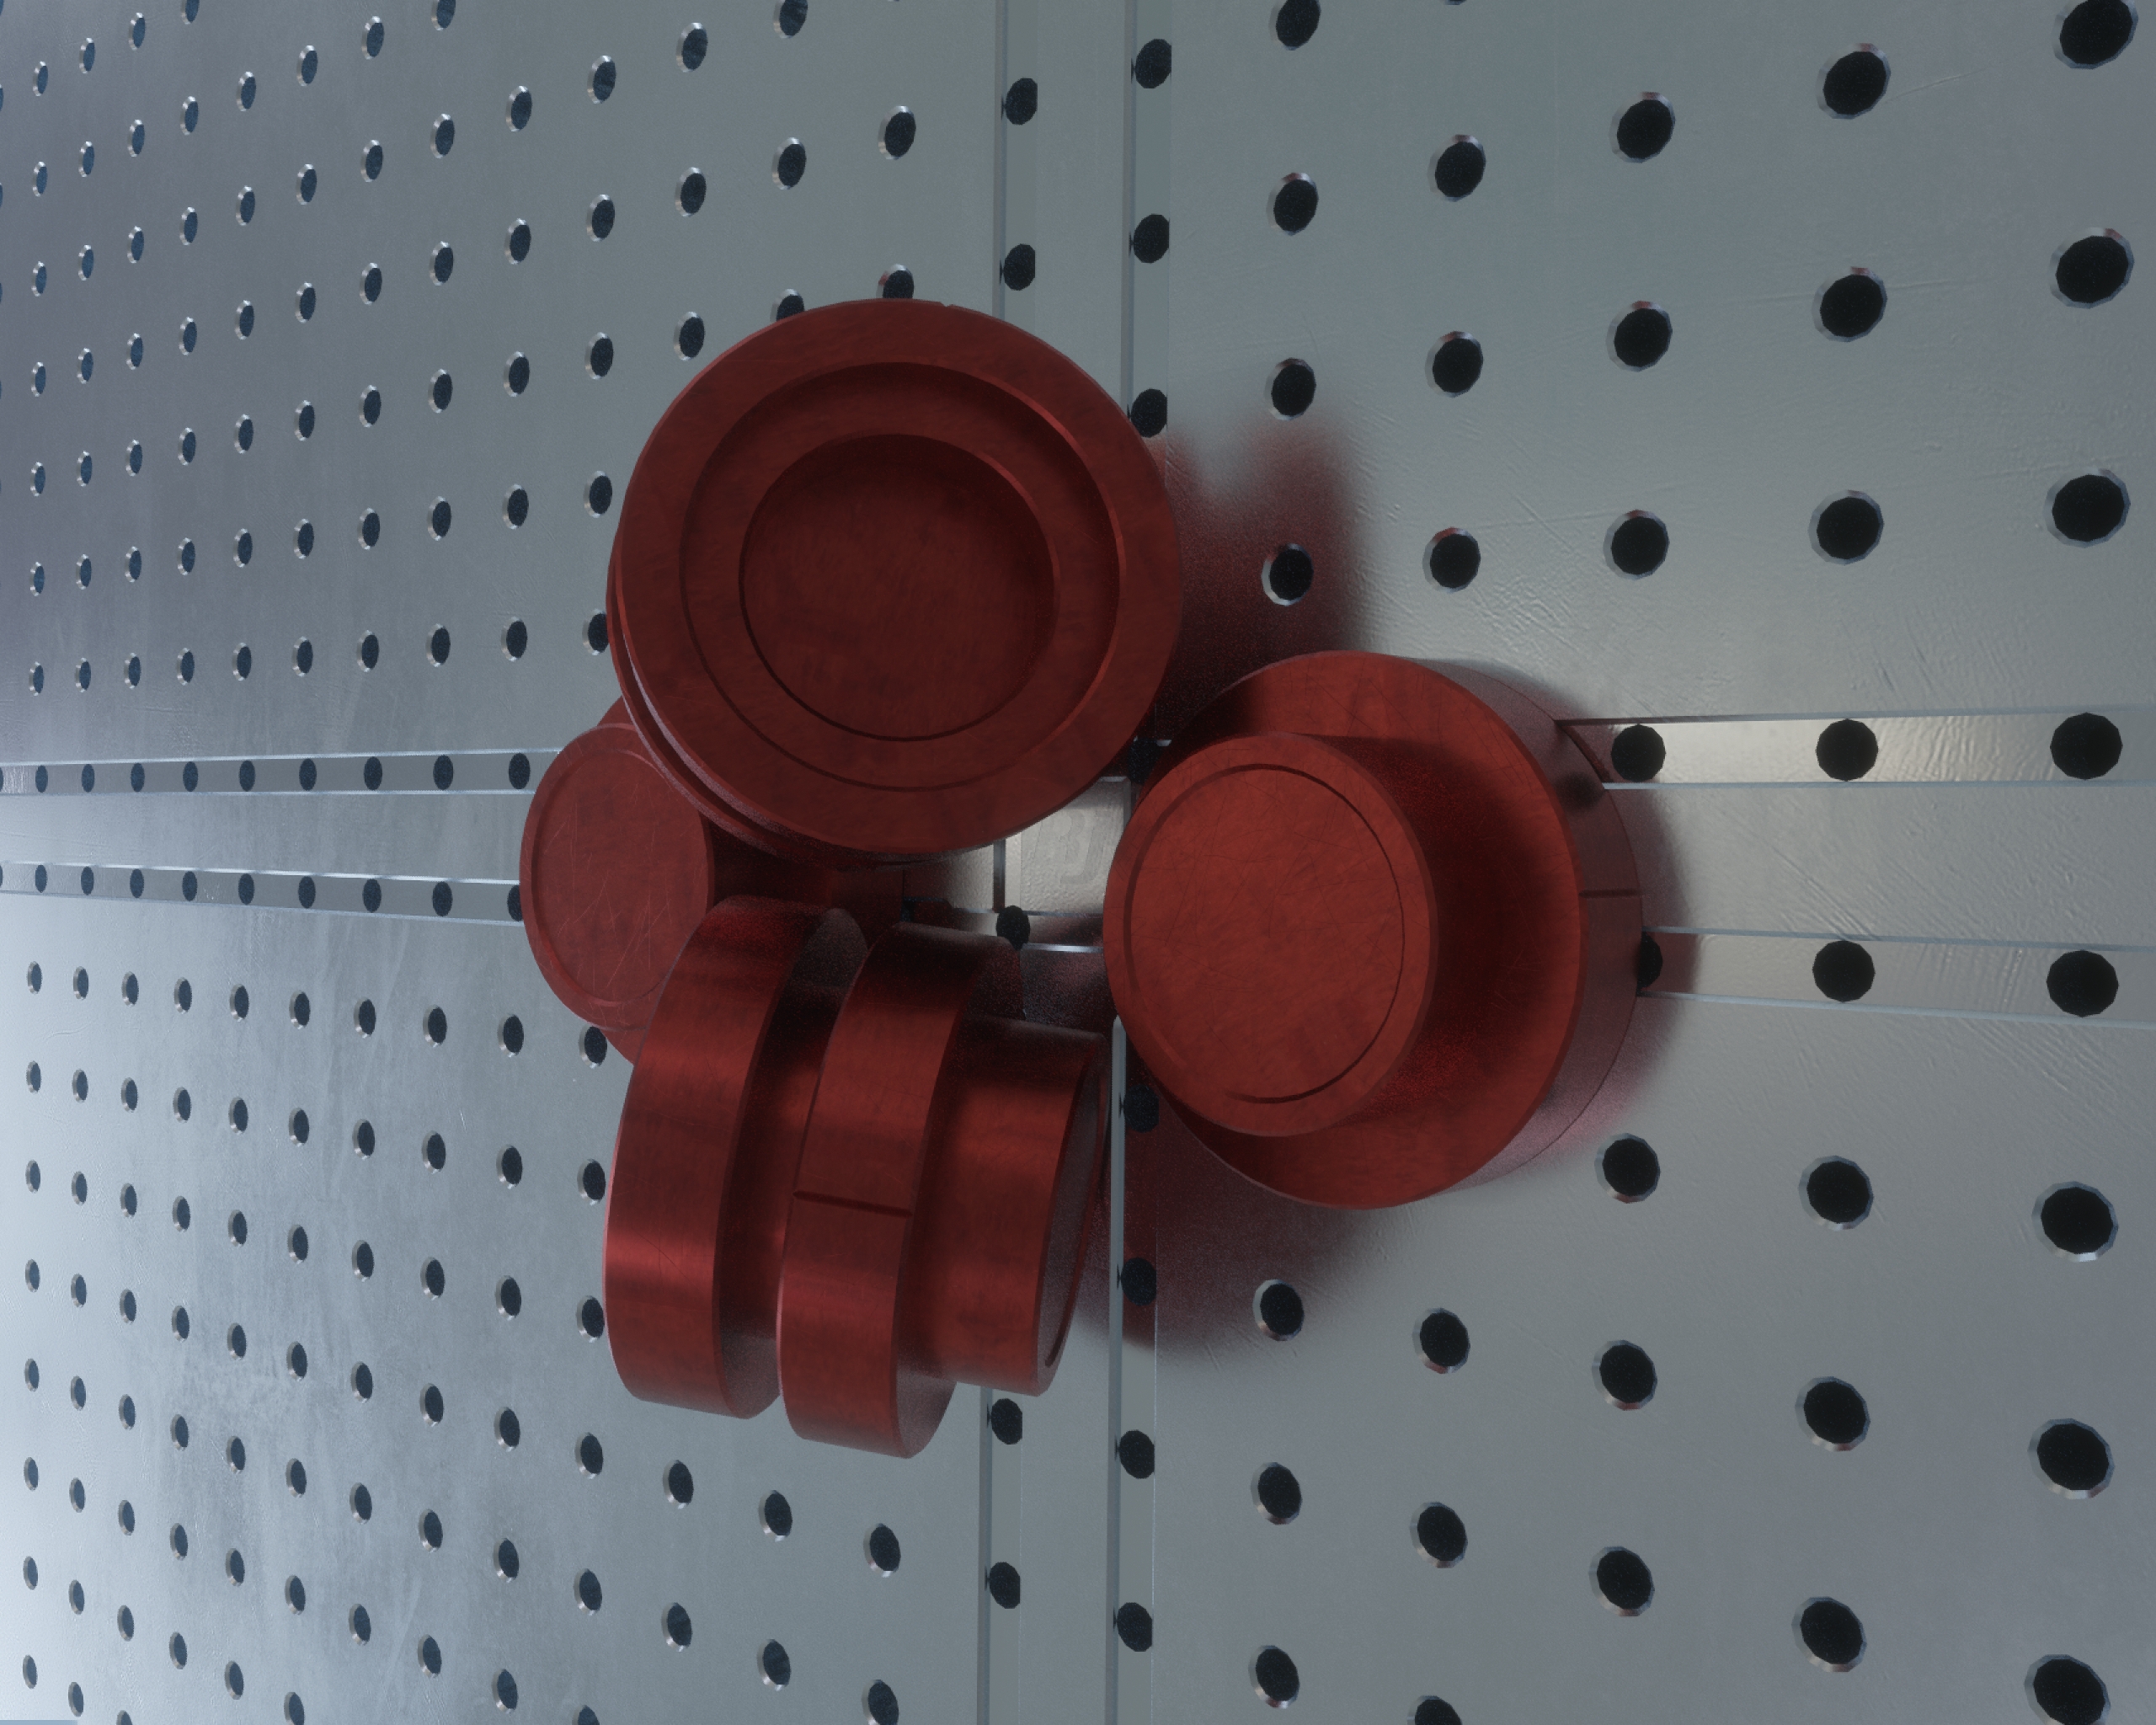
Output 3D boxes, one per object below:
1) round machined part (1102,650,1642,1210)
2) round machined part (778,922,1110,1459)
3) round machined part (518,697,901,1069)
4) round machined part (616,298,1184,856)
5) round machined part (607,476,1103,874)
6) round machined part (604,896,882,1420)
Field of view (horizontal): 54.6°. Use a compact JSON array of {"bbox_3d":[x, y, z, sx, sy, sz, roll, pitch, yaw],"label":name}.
[{"bbox_3d":[0.043,0.012,0.364,0.098,0.042,0.097,0,90,40],"label":"round machined part"},{"bbox_3d":[-0.021,0.062,0.392,0.042,0.098,0.097,9,97,8],"label":"round machined part"},{"bbox_3d":[-0.089,0.003,0.473,0.098,0.042,0.097,0,90,40],"label":"round machined part"},{"bbox_3d":[-0.033,-0.049,0.381,0.042,0.099,0.098,157,109,-79],"label":"round machined part"},{"bbox_3d":[-0.042,-0.046,0.412,0.042,0.099,0.098,157,109,-79],"label":"round machined part"},{"bbox_3d":[-0.052,0.057,0.400,0.042,0.098,0.097,8,96,8],"label":"round machined part"}]
